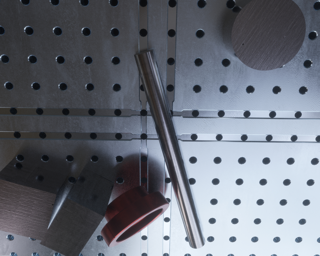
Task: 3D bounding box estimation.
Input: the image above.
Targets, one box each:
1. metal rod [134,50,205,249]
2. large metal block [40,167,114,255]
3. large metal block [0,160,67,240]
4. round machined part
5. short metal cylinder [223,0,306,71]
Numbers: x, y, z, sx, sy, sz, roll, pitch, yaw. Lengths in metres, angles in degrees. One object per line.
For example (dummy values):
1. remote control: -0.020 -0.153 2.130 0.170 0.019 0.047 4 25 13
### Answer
1. metal rod: 0.019 0.042 0.428 0.025 0.025 0.298 -14 110 5
2. large metal block: -0.110 0.115 0.425 0.050 0.080 0.080 31 107 -10
3. large metal block: -0.186 0.102 0.436 0.080 0.050 0.079 17 109 -7
4. round machined part: -0.039 0.117 0.427 0.098 0.098 0.042 -43 68 14
5. short metal cylinder: 0.118 -0.111 0.360 0.081 0.050 0.079 0 110 0
